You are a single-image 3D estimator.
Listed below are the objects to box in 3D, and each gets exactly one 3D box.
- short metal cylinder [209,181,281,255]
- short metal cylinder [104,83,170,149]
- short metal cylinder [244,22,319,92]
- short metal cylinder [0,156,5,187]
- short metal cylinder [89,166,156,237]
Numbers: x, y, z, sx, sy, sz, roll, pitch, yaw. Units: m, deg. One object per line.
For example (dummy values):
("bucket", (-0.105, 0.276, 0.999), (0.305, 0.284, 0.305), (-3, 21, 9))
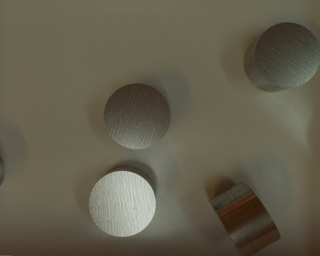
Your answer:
("short metal cylinder", (0.103, 0.113, 0.385), (0.050, 0.080, 0.080), (-31, 90, 0))
("short metal cylinder", (-0.028, -0.014, 0.399), (0.081, 0.050, 0.079), (0, 90, -1))
("short metal cylinder", (0.155, -0.089, 0.401), (0.081, 0.050, 0.079), (0, 90, -1))
("short metal cylinder", (-0.251, 0.059, 0.396), (0.081, 0.050, 0.079), (0, 90, -1))
("short metal cylinder", (-0.045, 0.091, 0.398), (0.081, 0.050, 0.079), (0, 90, -1))
